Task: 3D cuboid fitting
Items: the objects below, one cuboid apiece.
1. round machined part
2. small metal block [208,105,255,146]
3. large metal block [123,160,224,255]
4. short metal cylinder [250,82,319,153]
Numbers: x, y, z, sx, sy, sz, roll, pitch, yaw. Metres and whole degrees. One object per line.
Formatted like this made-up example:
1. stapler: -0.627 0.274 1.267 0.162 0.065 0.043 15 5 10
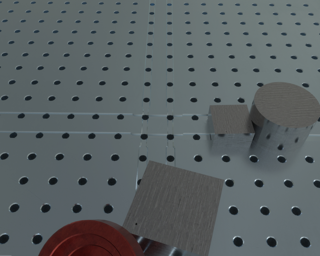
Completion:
1. round machined part: -0.056 0.130 0.269 0.098 0.042 0.098 -4 74 15
2. small metal block: 0.093 -0.004 0.412 0.050 0.025 0.050 -1 50 -1
3. large metal block: 0.015 0.089 0.317 0.080 0.050 0.080 14 51 11
4. short metal cylinder: 0.158 -0.015 0.405 0.081 0.050 0.080 0 50 0
